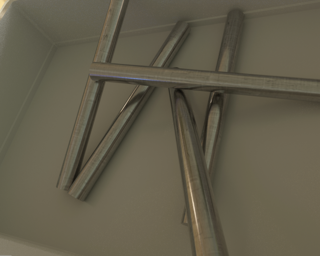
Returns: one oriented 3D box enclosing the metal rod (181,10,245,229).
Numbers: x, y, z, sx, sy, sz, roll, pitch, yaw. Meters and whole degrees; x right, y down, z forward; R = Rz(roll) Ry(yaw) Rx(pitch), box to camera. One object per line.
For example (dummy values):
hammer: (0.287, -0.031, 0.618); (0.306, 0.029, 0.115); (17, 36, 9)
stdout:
metal rod: (0.072, -0.029, 0.385); (0.025, 0.025, 0.300); (2, 62, 29)

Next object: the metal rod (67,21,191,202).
metal rod: (-0.037, -0.034, 0.445); (0.025, 0.025, 0.300); (20, 72, 35)

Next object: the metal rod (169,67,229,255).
metal rod: (0.029, 0.012, 0.321); (0.025, 0.025, 0.300); (-24, 34, 14)

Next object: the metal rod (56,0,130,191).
metal rod: (-0.090, -0.061, 0.433); (0.025, 0.025, 0.299); (13, 86, 33)

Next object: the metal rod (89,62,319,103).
metal rod: (0.056, -0.056, 0.367); (0.301, 0.025, 0.025); (8, 65, 17)
